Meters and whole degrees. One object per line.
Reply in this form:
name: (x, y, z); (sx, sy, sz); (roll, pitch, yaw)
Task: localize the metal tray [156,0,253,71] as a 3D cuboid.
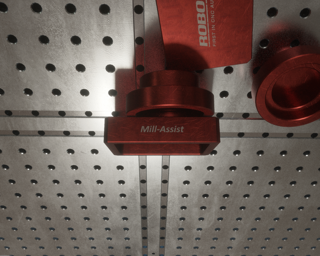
metal tray: (0.043, -0.122, 0.305); (0.090, 0.030, 0.129); (-8, 130, 6)

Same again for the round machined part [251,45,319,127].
round machined part: (0.156, -0.051, 0.359); (0.099, 0.042, 0.097); (-1, 130, 0)

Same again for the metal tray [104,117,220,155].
metal tray: (0.002, 0.013, 0.388); (0.131, 0.030, 0.090); (0, 165, -1)

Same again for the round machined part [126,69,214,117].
round machined part: (0.011, -0.035, 0.350); (0.099, 0.042, 0.098); (0, 171, 0)
